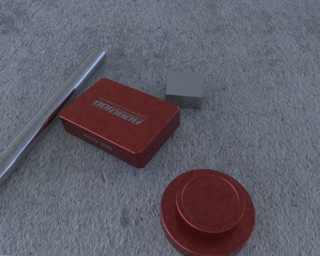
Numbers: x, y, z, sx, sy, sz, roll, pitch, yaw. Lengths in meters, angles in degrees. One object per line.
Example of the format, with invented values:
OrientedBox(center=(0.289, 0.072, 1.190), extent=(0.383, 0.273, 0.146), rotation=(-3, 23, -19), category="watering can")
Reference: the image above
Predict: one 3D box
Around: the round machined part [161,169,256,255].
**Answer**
OrientedBox(center=(0.050, 0.084, 0.323), extent=(0.099, 0.042, 0.098), rotation=(0, 50, 0), category="round machined part")

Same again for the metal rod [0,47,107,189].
OrientedBox(center=(-0.153, -0.014, 0.412), extent=(0.025, 0.025, 0.301), rotation=(17, 52, 13), category="metal rod")

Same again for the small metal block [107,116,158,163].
OrientedBox(center=(-0.032, 0.011, 0.393), extent=(0.050, 0.025, 0.050), rotation=(30, 56, 22), category="small metal block")

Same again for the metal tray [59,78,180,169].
OrientedBox(center=(-0.051, -0.012, 0.400), extent=(0.130, 0.030, 0.090), rotation=(24, 53, 25), category="metal tray")

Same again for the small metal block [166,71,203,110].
OrientedBox(center=(0.036, -0.055, 0.450), extent=(0.050, 0.025, 0.050), rotation=(5, 50, 4), category="small metal block")
